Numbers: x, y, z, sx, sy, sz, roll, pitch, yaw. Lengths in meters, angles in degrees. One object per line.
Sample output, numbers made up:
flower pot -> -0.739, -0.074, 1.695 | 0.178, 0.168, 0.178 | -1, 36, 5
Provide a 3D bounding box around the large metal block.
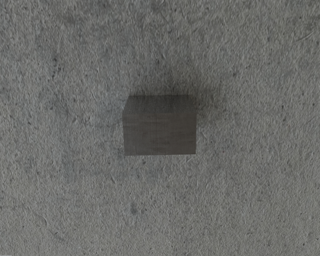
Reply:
large metal block -> 0.000, -0.006, 0.380 | 0.081, 0.080, 0.050 | -1, 110, 0
